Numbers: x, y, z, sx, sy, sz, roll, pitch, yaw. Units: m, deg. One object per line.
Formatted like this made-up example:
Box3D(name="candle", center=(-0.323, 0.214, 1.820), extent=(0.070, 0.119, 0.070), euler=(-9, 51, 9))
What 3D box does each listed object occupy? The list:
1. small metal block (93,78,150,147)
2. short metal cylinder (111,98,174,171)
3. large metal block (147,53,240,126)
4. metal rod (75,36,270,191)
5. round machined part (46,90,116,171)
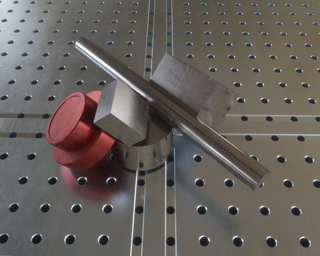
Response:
Box3D(name="small metal block", center=(-0.039, -0.016, 0.332), extent=(0.025, 0.050, 0.050), euler=(-27, 42, 32))
Box3D(name="short metal cylinder", center=(-0.023, 0.005, 0.381), extent=(0.081, 0.050, 0.080), euler=(0, 50, 0))
Box3D(name="large metal block", center=(0.044, -0.047, 0.399), extent=(0.080, 0.050, 0.080), euler=(39, 17, 27))
Box3D(name="metal rod", center=(-0.005, -0.033, 0.366), extent=(0.025, 0.025, 0.300), euler=(-36, 59, -26))
Box3D(name="round machined part", center=(-0.094, -0.003, 0.360), extent=(0.098, 0.042, 0.098), euler=(-24, 48, 30))
